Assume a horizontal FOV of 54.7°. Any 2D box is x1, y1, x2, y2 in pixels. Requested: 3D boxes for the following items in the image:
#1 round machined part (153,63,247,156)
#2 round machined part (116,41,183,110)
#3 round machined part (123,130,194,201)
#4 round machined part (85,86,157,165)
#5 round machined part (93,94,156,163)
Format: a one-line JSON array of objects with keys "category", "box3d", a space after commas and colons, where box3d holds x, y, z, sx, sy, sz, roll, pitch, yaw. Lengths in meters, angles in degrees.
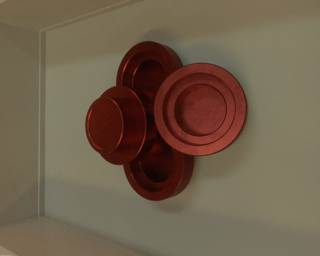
[{"category": "round machined part", "box3d": [0.046, -0.019, 0.340, 0.098, 0.042, 0.097, -1, 87, 19]}, {"category": "round machined part", "box3d": [-0.008, -0.058, 0.398, 0.098, 0.042, 0.097, 0, 90, 39]}, {"category": "round machined part", "box3d": [0.002, 0.039, 0.390, 0.098, 0.042, 0.097, 0, 90, 39]}, {"category": "round machined part", "box3d": [-0.054, -0.003, 0.379, 0.098, 0.042, 0.097, 0, 90, 39]}, {"category": "round machined part", "box3d": [-0.056, 0.000, 0.435, 0.098, 0.042, 0.097, 0, 90, 39]}]
